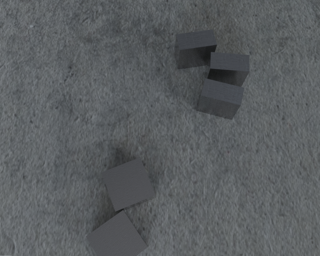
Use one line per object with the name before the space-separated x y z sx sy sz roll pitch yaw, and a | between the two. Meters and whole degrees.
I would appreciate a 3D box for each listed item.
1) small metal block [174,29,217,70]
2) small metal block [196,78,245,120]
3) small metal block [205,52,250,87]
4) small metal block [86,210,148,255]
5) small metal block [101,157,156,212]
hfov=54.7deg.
small metal block | 0.049 -0.109 0.435 0.050 0.050 0.025 -9 71 -4
small metal block | 0.078 -0.037 0.409 0.050 0.050 0.025 15 71 5
small metal block | 0.091 -0.078 0.424 0.050 0.050 0.025 5 70 1
small metal block | -0.049 0.132 0.359 0.050 0.025 0.050 -34 74 -12
small metal block | -0.038 0.071 0.382 0.050 0.025 0.050 -21 72 -8
